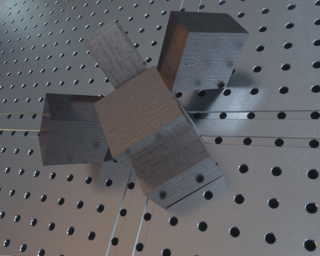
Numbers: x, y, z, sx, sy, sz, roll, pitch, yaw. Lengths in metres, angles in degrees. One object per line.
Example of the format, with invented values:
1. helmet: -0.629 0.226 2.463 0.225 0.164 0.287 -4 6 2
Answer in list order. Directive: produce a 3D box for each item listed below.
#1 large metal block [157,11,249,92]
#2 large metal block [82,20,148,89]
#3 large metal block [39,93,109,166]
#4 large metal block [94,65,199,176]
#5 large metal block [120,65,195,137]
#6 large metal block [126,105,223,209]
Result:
1. large metal block: 0.050 -0.094 0.385 0.081 0.080 0.050 -7 47 -24
2. large metal block: -0.059 -0.104 0.449 0.050 0.080 0.080 -33 12 7
3. large metal block: -0.111 0.003 0.411 0.050 0.081 0.080 62 140 39
4. large metal block: -0.016 -0.008 0.341 0.080 0.050 0.080 -32 52 6
5. large metal block: -0.013 -0.023 0.415 0.080 0.050 0.080 -33 51 6
6. large metal block: 0.014 0.034 0.364 0.080 0.050 0.080 -31 50 7
